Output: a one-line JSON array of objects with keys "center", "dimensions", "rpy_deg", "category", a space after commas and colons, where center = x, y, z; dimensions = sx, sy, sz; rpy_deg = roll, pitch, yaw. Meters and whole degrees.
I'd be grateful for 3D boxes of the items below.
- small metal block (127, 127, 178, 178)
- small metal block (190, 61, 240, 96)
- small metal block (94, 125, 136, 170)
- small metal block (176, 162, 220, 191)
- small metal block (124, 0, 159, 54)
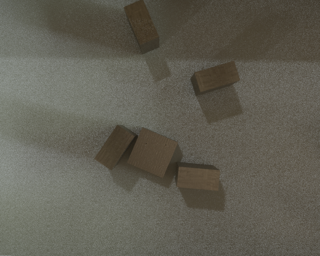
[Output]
[{"center": [-0.010, 0.032, 0.411], "dimensions": [0.050, 0.025, 0.050], "rpy_deg": [23, 90, 0], "category": "small metal block"}, {"center": [0.069, -0.063, 0.399], "dimensions": [0.050, 0.050, 0.025], "rpy_deg": [-17, 90, 0], "category": "small metal block"}, {"center": [-0.055, 0.023, 0.398], "dimensions": [0.025, 0.050, 0.050], "rpy_deg": [34, 90, 0], "category": "small metal block"}, {"center": [0.047, 0.061, 0.399], "dimensions": [0.050, 0.050, 0.025], "rpy_deg": [5, 90, 0], "category": "small metal block"}, {"center": [-0.022, -0.128, 0.398], "dimensions": [0.025, 0.050, 0.050], "rpy_deg": [-24, 90, 0], "category": "small metal block"}]
